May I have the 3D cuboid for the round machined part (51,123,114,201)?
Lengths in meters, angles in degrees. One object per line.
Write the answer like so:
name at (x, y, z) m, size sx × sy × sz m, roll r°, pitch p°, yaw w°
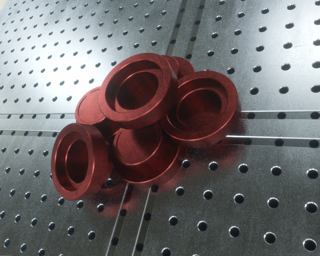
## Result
round machined part at (-0.099, 0.044, 0.407) m, size 0.098 × 0.042 × 0.098 m, roll -6°, pitch 80°, yaw 41°

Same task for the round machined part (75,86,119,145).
round machined part at (-0.085, -0.023, 0.457) m, size 0.098 × 0.042 × 0.098 m, roll -13°, pitch 56°, yaw 21°

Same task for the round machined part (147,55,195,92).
round machined part at (0.002, -0.063, 0.436) m, size 0.098 × 0.042 × 0.098 m, roll -13°, pitch 56°, yaw 21°

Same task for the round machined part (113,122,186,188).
round machined part at (-0.020, 0.023, 0.394) m, size 0.098 × 0.042 × 0.098 m, roll -13°, pitch 56°, yaw 21°

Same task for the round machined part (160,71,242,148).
round machined part at (0.051, -0.019, 0.382) m, size 0.098 × 0.042 × 0.098 m, roll -13°, pitch 56°, yaw 21°

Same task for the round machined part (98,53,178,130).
round machined part at (-0.023, -0.041, 0.380) m, size 0.098 × 0.042 × 0.098 m, roll -13°, pitch 56°, yaw 21°
